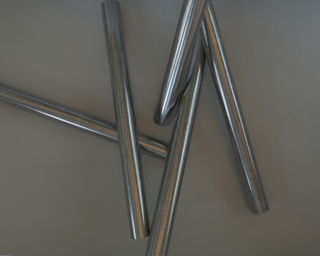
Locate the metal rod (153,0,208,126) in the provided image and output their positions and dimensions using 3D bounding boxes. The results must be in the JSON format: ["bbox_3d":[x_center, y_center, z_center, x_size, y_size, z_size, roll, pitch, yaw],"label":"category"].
[{"bbox_3d":[0.036,-0.128,0.329,0.025,0.025,0.298,15,125,-1],"label":"metal rod"}]

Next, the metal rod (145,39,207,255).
[{"bbox_3d":[0.022,0.029,0.379,0.025,0.025,0.299,13,77,-1],"label":"metal rod"}]

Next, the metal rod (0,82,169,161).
[{"bbox_3d":[-0.116,-0.013,0.409,0.302,0.025,0.025,20,90,-1],"label":"metal rod"}]

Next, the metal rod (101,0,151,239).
[{"bbox_3d":[-0.044,-0.018,0.389,0.025,0.025,0.298,-8,82,0],"label":"metal rod"}]

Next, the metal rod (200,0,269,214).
[{"bbox_3d":[0.089,-0.032,0.397,0.025,0.025,0.298,-17,96,0],"label":"metal rod"}]
